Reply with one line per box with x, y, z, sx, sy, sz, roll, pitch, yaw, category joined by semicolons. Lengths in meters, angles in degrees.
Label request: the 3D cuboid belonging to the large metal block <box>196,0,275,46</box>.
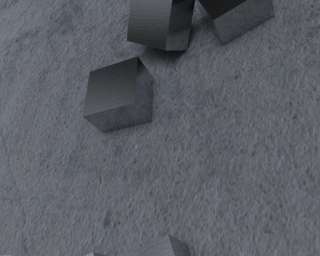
0.103;-0.178;0.442;0.080;0.050;0.080;-29;52;9;large metal block

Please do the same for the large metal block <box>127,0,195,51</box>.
0.000;-0.163;0.461;0.080;0.050;0.079;24;116;36;large metal block

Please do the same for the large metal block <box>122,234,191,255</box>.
-0.006;0.160;0.292;0.080;0.050;0.080;-28;52;10;large metal block

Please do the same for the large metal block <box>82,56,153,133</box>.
-0.058;-0.046;0.445;0.080;0.050;0.080;-13;56;21;large metal block

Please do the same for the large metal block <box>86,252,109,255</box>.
-0.081;0.185;0.315;0.080;0.050;0.080;-28;52;10;large metal block
